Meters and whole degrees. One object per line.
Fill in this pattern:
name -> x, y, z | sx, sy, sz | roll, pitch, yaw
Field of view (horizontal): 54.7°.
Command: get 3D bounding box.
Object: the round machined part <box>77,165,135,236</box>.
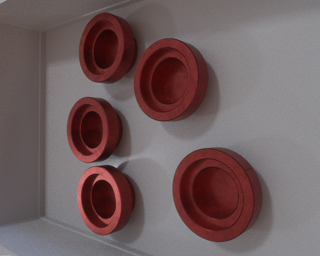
round machined part -> -0.075, 0.103, 0.455 | 0.098, 0.042, 0.097 | 0, 90, 39

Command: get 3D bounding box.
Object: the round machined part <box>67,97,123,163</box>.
round machined part -> -0.095, 0.003, 0.472 | 0.098, 0.042, 0.097 | 0, 90, 39

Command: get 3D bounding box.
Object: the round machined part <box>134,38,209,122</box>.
round machined part -> 0.017, -0.057, 0.380 | 0.098, 0.042, 0.097 | 0, 90, 39

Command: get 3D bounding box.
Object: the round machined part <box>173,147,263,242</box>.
round machined part -> 0.065, 0.070, 0.341 | 0.098, 0.042, 0.097 | 0, 90, 39

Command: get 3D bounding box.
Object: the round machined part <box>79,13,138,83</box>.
round machined part -> -0.072, -0.113, 0.452 | 0.098, 0.042, 0.097 | 0, 90, 39
